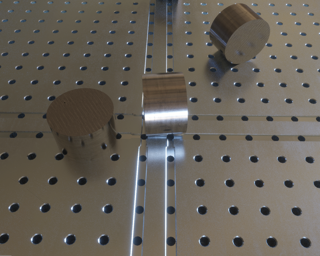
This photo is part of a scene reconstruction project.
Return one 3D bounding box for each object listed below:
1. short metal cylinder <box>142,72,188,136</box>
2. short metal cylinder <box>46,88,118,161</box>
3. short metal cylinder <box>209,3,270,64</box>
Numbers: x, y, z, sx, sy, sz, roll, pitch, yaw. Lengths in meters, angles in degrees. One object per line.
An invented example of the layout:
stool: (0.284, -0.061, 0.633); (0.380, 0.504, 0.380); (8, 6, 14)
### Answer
short metal cylinder: (0.005, -0.031, 0.398); (0.050, 0.080, 0.080); (-4, 50, -3)
short metal cylinder: (-0.097, -0.005, 0.395); (0.081, 0.050, 0.080); (0, 50, 0)
short metal cylinder: (0.128, -0.151, 0.500); (0.081, 0.080, 0.050); (-18, 53, -14)
